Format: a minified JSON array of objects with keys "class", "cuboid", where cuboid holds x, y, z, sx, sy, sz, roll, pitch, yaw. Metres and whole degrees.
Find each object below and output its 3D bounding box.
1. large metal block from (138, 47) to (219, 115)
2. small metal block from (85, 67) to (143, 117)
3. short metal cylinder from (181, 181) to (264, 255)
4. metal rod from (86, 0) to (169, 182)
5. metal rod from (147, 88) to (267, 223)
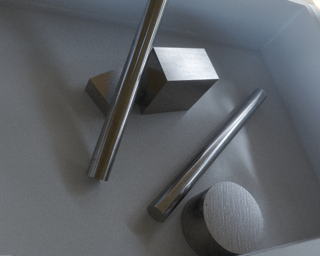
[{"class":"large metal block","cuboid":[0.017,-0.062,0.420,0.081,0.080,0.050,-8,66,-32]},{"class":"small metal block","cuboid":[-0.060,-0.046,0.403,0.050,0.025,0.050,-31,79,-38]},{"class":"short metal cylinder","cuboid":[0.072,0.109,0.364,0.081,0.050,0.080,14,56,-21]},{"class":"metal rod","cuboid":[-0.026,-0.085,0.369,0.025,0.025,0.299,21,78,-17]},{"class":"metal rod","cuboid":[0.084,0.019,0.440,0.025,0.025,0.302,46,51,3]}]
